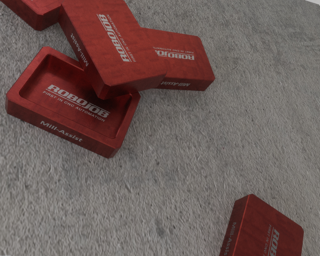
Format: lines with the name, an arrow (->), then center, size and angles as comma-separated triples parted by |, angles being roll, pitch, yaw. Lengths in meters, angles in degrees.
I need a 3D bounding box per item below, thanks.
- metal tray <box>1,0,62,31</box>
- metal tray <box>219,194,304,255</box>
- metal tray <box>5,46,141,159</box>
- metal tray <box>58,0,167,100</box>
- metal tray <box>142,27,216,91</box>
metal tray -> -0.156, -0.200, 0.437 | 0.090, 0.030, 0.131 | 41, 51, -1
metal tray -> 0.120, 0.157, 0.369 | 0.090, 0.030, 0.130 | 34, 51, -6
metal tray -> -0.097, -0.031, 0.366 | 0.131, 0.030, 0.090 | 26, 52, -12
metal tray -> -0.060, -0.104, 0.392 | 0.091, 0.030, 0.130 | -19, 72, -35
metal tray -> 0.012, -0.104, 0.470 | 0.131, 0.030, 0.090 | -1, 62, -29
